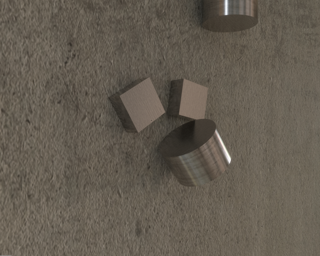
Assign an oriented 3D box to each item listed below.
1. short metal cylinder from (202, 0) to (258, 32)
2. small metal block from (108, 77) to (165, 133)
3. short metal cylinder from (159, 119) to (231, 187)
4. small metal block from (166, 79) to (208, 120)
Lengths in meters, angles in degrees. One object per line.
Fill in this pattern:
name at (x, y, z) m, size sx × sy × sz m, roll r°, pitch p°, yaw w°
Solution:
short metal cylinder at (0.103, -0.178, 0.458) m, size 0.081 × 0.080 × 0.050 m, roll 0°, pitch 90°, yaw -40°
small metal block at (-0.028, -0.028, 0.383) m, size 0.050 × 0.025 × 0.050 m, roll -39°, pitch 114°, yaw -33°
short metal cylinder at (0.046, 0.031, 0.410) m, size 0.080 × 0.080 × 0.050 m, roll -44°, pitch 117°, yaw -31°
small metal block at (0.039, -0.038, 0.440) m, size 0.050 × 0.025 × 0.050 m, roll 13°, pitch 82°, yaw -40°
